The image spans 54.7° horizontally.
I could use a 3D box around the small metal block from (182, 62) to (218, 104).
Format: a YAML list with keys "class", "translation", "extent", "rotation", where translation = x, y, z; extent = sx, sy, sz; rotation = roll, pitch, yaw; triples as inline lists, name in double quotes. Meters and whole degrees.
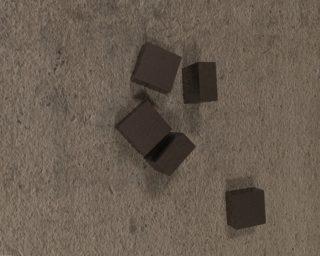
- class: "small metal block"
  translation: [0.052, -0.059, 0.416]
  extent: [0.025, 0.050, 0.050]
  rotation: [-4, 92, -20]

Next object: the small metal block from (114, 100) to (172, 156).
- class: "small metal block"
  translation: [-0.021, 0.000, 0.402]
  extent: [0.050, 0.025, 0.050]
  rotation: [-45, 104, -15]

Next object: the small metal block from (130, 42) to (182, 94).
- class: "small metal block"
  translation: [-0.005, -0.078, 0.408]
  extent: [0.050, 0.025, 0.050]
  rotation: [20, 83, -19]

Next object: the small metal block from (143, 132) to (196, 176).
- class: "small metal block"
  translation: [0.012, 0.032, 0.401]
  extent: [0.050, 0.050, 0.025]
  rotation: [-47, 105, -14]

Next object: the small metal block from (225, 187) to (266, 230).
- class: "small metal block"
  translation: [0.126, 0.118, 0.458]
  extent: [0.050, 0.025, 0.050]
  rotation: [-4, 92, -20]
